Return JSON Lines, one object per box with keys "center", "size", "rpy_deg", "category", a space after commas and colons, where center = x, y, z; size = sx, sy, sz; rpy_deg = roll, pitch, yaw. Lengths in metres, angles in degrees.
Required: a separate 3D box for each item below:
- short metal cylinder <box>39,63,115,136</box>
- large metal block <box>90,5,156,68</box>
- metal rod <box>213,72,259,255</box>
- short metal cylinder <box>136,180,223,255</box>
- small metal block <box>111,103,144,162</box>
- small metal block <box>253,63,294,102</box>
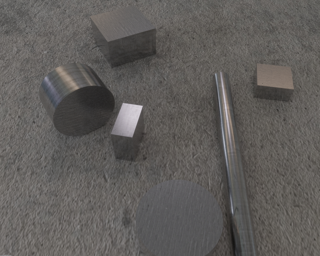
{"center": [-0.106, -0.036, 0.397], "size": [0.081, 0.080, 0.050], "rpy_deg": [-26, 55, -20], "category": "short metal cylinder"}
{"center": [-0.061, -0.154, 0.516], "size": [0.081, 0.050, 0.080], "rpy_deg": [-22, 54, -17], "category": "large metal block"}
{"center": [0.086, 0.040, 0.370], "size": [0.025, 0.025, 0.300], "rpy_deg": [2, 50, 1], "category": "metal rod"}
{"center": [0.018, 0.098, 0.305], "size": [0.081, 0.050, 0.080], "rpy_deg": [0, 50, 0], "category": "short metal cylinder"}
{"center": [-0.038, 0.006, 0.382], "size": [0.025, 0.050, 0.050], "rpy_deg": [9, 51, 7], "category": "small metal block"}
{"center": [0.168, -0.068, 0.462], "size": [0.050, 0.025, 0.050], "rpy_deg": [8, 50, 6], "category": "small metal block"}
